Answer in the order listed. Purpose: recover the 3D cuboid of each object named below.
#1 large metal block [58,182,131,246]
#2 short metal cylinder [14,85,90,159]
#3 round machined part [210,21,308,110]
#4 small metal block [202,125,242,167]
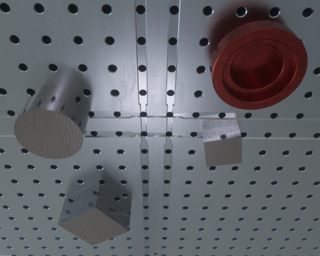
[{"bbox_3d":[-0.106,0.145,0.518,0.080,0.050,0.080,-28,125,22],"label":"large metal block"},{"bbox_3d":[-0.132,-0.007,0.388,0.081,0.050,0.079,0,130,0],"label":"short metal cylinder"},{"bbox_3d":[0.104,-0.071,0.341,0.099,0.042,0.097,0,130,0],"label":"round machined part"},{"bbox_3d":[0.087,0.026,0.435,0.050,0.025,0.050,-8,130,6],"label":"small metal block"}]
